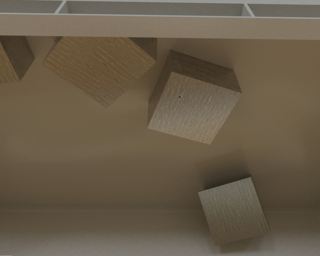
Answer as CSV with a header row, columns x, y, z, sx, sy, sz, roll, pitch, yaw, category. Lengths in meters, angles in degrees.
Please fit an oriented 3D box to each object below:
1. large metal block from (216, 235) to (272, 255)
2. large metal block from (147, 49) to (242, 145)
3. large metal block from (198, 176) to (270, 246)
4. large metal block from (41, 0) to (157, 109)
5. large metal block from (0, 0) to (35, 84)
x,y,z,sx,sy,sz,roll,pitch,yaw,category
0.159,0.242,0.602,0.081,0.050,0.079,4,130,-4,large metal block
0.036,-0.034,0.364,0.081,0.050,0.079,15,129,-13,large metal block
0.113,0.123,0.470,0.080,0.080,0.050,-20,169,15,large metal block
-0.060,-0.080,0.324,0.080,0.050,0.080,36,121,-27,large metal block
-0.189,-0.090,0.314,0.080,0.050,0.080,-6,130,5,large metal block
